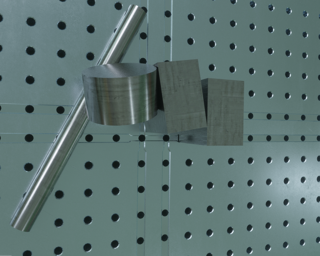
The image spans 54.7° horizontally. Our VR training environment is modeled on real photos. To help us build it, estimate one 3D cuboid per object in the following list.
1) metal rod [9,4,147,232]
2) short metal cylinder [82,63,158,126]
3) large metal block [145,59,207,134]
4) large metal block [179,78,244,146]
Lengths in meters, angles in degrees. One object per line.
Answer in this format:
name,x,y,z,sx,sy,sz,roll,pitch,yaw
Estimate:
metal rod,-0.094,-0.020,0.378,0.025,0.025,0.299,29,80,-18
short metal cylinder,-0.043,-0.040,0.345,0.081,0.080,0.050,-10,114,-20
large metal block,0.012,-0.037,0.389,0.050,0.080,0.079,-9,94,-20
large metal block,0.065,-0.019,0.409,0.050,0.080,0.079,1,90,-21
